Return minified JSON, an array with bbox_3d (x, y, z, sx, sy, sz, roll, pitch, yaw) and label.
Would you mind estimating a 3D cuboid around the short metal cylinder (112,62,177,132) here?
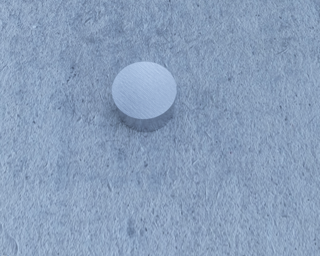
[{"bbox_3d":[-0.020,-0.040,0.409,0.080,0.050,0.080,0,70,0],"label":"short metal cylinder"}]
